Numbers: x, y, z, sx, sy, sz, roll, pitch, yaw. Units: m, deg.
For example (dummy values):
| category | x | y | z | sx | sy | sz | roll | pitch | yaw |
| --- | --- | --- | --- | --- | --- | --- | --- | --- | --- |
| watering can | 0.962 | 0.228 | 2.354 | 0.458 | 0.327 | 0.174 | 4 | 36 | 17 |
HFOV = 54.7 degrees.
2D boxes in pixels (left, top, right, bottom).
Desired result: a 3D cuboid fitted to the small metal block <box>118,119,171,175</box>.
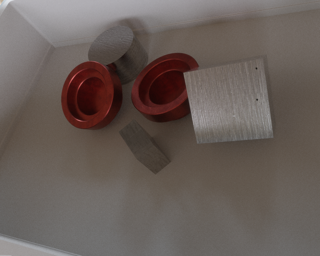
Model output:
| category | x | y | z | sx | sy | sz | roll | pitch | yaw |
| --- | --- | --- | --- | --- | --- | --- | --- | --- | --- |
| small metal block | -0.019 | 0.024 | 0.384 | 0.025 | 0.050 | 0.050 | -40 | 51 | 1 |

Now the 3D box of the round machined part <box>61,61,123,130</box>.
| category | x | y | z | sx | sy | sz | roll | pitch | yaw |
| --- | --- | --- | --- | --- | --- | --- | --- | --- | --- |
| round machined part | -0.095 | -0.045 | 0.456 | 0.098 | 0.042 | 0.097 | -3 | 83 | 29 |

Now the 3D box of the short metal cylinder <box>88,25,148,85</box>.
| category | x | y | z | sx | sy | sz | roll | pitch | yaw |
| --- | --- | --- | --- | --- | --- | --- | --- | --- | --- |
| short metal cylinder | -0.066 | -0.115 | 0.493 | 0.080 | 0.050 | 0.080 | -13 | 56 | 20 |

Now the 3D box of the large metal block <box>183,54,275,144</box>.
| category | x | y | z | sx | sy | sz | roll | pitch | yaw |
| --- | --- | --- | --- | --- | --- | --- | --- | --- | --- |
| large metal block | 0.079 | -0.031 | 0.340 | 0.080 | 0.079 | 0.050 | -6 | 14 | 24 |

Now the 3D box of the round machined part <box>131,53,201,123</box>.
| category | x | y | z | sx | sy | sz | roll | pitch | yaw |
| --- | --- | --- | --- | --- | --- | --- | --- | --- | --- |
| round machined part | 0.014 | -0.049 | 0.413 | 0.098 | 0.042 | 0.098 | -16 | 53 | 23 |
